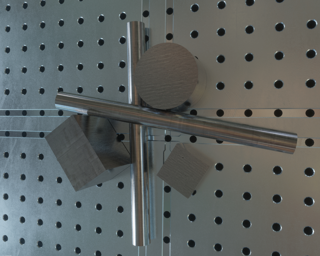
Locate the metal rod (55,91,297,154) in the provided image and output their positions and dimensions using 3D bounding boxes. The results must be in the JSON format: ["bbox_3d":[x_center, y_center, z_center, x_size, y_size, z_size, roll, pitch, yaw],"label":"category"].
[{"bbox_3d":[0.010,-0.009,0.388,0.301,0.025,0.025,11,94,11],"label":"metal rod"}]

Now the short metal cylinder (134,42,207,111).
[{"bbox_3d":[0.015,-0.062,0.393,0.080,0.050,0.079,0,90,19],"label":"short metal cylinder"}]

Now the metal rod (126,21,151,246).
[{"bbox_3d":[-0.029,0.007,0.422,0.025,0.025,0.298,-2,89,19],"label":"metal rod"}]

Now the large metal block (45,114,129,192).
[{"bbox_3d":[-0.090,0.030,0.413,0.050,0.080,0.080,-36,79,16],"label":"large metal block"}]

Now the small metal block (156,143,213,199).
[{"bbox_3d":[0.032,0.054,0.401,0.050,0.025,0.050,35,101,16],"label":"small metal block"}]
